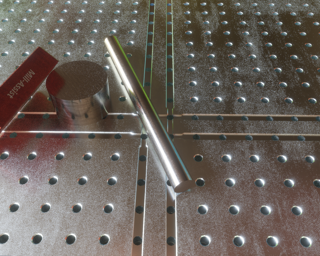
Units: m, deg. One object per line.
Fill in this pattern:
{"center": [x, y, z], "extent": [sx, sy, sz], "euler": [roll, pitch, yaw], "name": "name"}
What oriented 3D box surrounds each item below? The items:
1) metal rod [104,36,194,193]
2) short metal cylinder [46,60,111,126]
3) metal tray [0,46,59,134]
{"center": [-0.028, -0.040, 0.440], "extent": [0.025, 0.025, 0.300], "euler": [-17, 52, -14], "name": "metal rod"}
{"center": [-0.111, -0.049, 0.432], "extent": [0.081, 0.050, 0.080], "euler": [0, 50, 0], "name": "short metal cylinder"}
{"center": [-0.189, -0.037, 0.395], "extent": [0.030, 0.090, 0.130], "euler": [39, 49, -20], "name": "metal tray"}
